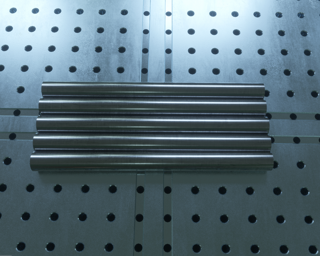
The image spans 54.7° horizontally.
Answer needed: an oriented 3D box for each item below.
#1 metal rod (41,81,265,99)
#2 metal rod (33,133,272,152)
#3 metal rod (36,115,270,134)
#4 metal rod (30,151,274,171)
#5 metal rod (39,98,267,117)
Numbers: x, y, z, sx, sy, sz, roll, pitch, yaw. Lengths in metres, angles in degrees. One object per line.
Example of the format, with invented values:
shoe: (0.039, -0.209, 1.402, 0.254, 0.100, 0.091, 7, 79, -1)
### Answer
metal rod: (-0.009, -0.051, 0.430, 0.302, 0.025, 0.025, 0, 70, -1)
metal rod: (-0.009, 0.020, 0.404, 0.302, 0.025, 0.025, 0, 70, -1)
metal rod: (-0.009, -0.004, 0.413, 0.302, 0.025, 0.025, 0, 70, -1)
metal rod: (-0.009, 0.042, 0.396, 0.302, 0.025, 0.025, 0, 70, -1)
metal rod: (-0.009, -0.028, 0.422, 0.302, 0.025, 0.025, 0, 70, -1)
